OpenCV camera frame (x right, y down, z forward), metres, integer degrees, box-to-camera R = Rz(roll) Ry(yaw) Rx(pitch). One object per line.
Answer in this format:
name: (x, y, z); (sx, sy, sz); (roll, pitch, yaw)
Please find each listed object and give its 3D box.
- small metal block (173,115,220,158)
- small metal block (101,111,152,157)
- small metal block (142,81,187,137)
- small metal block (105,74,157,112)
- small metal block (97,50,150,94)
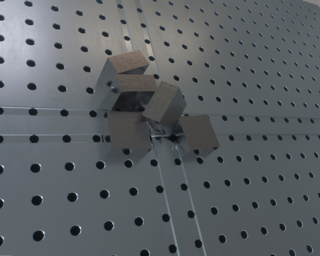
small metal block: (0.048, 0.011, 0.427); (0.050, 0.025, 0.050); (-4, 64, -30)
small metal block: (-0.042, 0.008, 0.381); (0.050, 0.025, 0.050); (2, 61, -27)
small metal block: (0.007, -0.023, 0.394); (0.025, 0.050, 0.050); (23, 77, 23)
small metal block: (-0.037, -0.044, 0.398); (0.050, 0.050, 0.025); (-4, 64, -30)
small metal block: (-0.049, -0.073, 0.410); (0.050, 0.050, 0.025); (-25, 76, -37)
